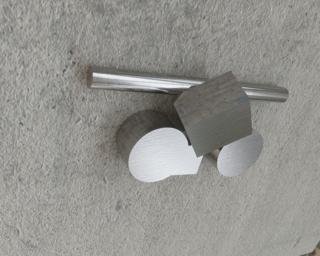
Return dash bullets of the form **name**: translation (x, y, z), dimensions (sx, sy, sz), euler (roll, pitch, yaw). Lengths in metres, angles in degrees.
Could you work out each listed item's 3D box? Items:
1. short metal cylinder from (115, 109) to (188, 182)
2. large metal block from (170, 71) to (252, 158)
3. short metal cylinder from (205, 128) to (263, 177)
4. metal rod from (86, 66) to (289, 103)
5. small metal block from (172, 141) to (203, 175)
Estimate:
- **short metal cylinder**: translation (-0.011, 0.022, 0.399), dimensions (0.081, 0.050, 0.079), euler (-14, 124, -21)
- **large metal block**: translation (0.068, -0.015, 0.397), dimensions (0.080, 0.050, 0.080), euler (-24, 145, 3)
- **short metal cylinder**: translation (0.106, 0.026, 0.466), dimensions (0.081, 0.050, 0.079), euler (-14, 124, -21)
- **metal rod**: translation (0.056, -0.053, 0.406), dimensions (0.303, 0.025, 0.025), euler (1, 118, -29)
- **small metal block**: translation (0.034, 0.041, 0.453), dimensions (0.050, 0.025, 0.050), euler (2, 118, -29)
